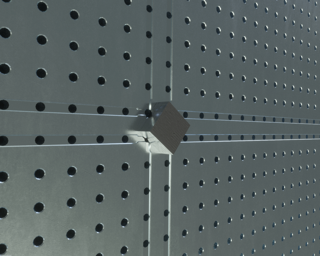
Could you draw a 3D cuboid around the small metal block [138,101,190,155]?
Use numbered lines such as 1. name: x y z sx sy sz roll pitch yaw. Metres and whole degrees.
1. small metal block: 0.007 0.000 0.414 0.050 0.025 0.050 46 63 -31
